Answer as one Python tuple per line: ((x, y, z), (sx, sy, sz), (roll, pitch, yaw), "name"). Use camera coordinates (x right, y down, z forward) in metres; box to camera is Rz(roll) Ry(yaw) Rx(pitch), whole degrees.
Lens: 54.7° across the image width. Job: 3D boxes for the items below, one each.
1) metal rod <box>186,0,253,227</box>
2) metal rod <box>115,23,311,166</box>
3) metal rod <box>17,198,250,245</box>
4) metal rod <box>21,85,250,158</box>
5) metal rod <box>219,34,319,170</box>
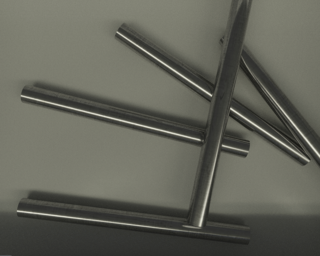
((0.075, -0.027, 0.386), (0.025, 0.025, 0.298), (12, 90, -1), "metal rod")
((0.072, -0.044, 0.412), (0.301, 0.025, 0.025), (34, 90, -1), "metal rod")
((-0.033, 0.124, 0.411), (0.302, 0.025, 0.025), (7, 90, -1), "metal rod")
((-0.031, -0.008, 0.411), (0.302, 0.025, 0.025), (14, 90, -1), "metal rod")
((0.176, -0.002, 0.395), (0.025, 0.025, 0.299), (-36, 83, 0), "metal rod")
